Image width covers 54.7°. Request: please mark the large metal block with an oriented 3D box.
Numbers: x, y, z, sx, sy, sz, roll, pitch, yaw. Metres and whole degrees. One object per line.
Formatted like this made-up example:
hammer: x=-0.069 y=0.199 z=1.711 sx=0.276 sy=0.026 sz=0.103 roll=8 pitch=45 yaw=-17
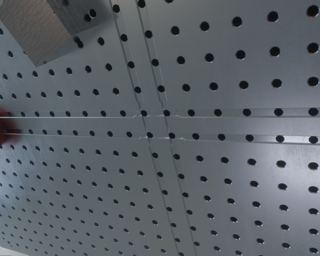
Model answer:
large metal block: x=-0.142 y=-0.135 z=0.386 sx=0.080 sy=0.050 sz=0.080 roll=-25 pitch=105 yaw=37
